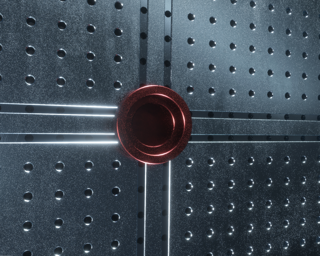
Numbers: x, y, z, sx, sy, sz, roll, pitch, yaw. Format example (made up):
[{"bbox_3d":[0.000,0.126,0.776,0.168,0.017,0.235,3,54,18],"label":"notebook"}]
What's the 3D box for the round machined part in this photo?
[{"bbox_3d":[-0.012,-0.004,0.400,0.099,0.042,0.097,0,90,-21],"label":"round machined part"}]
